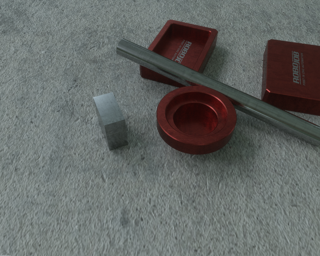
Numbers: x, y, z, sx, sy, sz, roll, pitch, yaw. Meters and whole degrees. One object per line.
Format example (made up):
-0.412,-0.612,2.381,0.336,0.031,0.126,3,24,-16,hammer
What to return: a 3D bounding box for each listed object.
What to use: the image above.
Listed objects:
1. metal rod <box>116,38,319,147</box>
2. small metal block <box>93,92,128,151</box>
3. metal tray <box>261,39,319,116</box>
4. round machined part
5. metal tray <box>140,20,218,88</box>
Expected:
0.075,-0.053,0.424,0.301,0.025,0.025,27,55,11,metal rod
-0.062,-0.008,0.393,0.025,0.050,0.050,-18,53,-15,small metal block
0.205,-0.081,0.471,0.090,0.030,0.130,11,51,8,metal tray
0.045,-0.006,0.397,0.099,0.042,0.098,0,51,0,round machined part
0.033,-0.123,0.503,0.090,0.030,0.130,17,52,13,metal tray
